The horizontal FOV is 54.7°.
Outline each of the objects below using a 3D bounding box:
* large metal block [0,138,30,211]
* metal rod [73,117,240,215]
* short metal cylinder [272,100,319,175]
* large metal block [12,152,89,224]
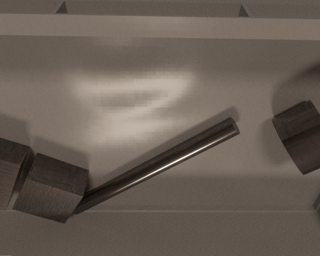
[{"bbox_3d":[-0.236,0.058,0.425,0.080,0.050,0.079,20,111,-17],"label":"large metal block"},{"bbox_3d":[-0.022,0.065,0.464,0.300,0.025,0.025,-30,125,22],"label":"metal rod"},{"bbox_3d":[0.184,0.012,0.386,0.050,0.080,0.080,-31,124,23],"label":"short metal cylinder"},{"bbox_3d":[-0.165,0.093,0.470,0.080,0.050,0.080,23,126,-19],"label":"large metal block"}]
